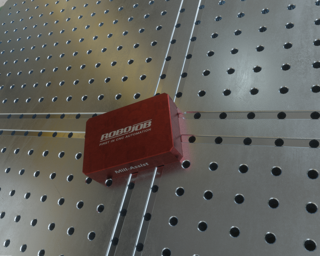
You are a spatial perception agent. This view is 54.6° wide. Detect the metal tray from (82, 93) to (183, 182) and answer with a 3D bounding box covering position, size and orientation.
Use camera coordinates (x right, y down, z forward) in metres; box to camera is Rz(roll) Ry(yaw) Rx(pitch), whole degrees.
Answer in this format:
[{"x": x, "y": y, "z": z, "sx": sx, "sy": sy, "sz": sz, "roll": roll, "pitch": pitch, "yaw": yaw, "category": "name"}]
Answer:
[{"x": -0.039, "y": 0.013, "z": 0.419, "sx": 0.130, "sy": 0.030, "sz": 0.090, "roll": -17, "pitch": 55, "yaw": 18, "category": "metal tray"}]
